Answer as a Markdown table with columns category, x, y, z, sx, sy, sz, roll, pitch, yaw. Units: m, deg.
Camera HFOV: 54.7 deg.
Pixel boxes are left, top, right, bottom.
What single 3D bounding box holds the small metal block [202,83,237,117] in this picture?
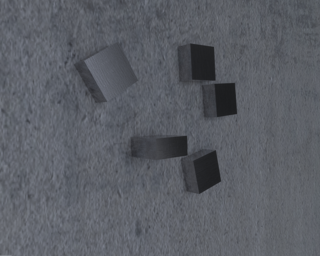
| category | x | y | z | sx | sy | sz | roll | pitch | yaw |
| --- | --- | --- | --- | --- | --- | --- | --- | --- | --- |
| small metal block | 0.094 | -0.044 | 0.486 | 0.050 | 0.025 | 0.050 | -9 | 96 | -40 |

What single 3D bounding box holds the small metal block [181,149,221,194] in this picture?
| category | x | y | z | sx | sy | sz | roll | pitch | yaw |
| --- | --- | --- | --- | --- | --- | --- | --- | --- | --- |
| small metal block | 0.061 | 0.063 | 0.459 | 0.050 | 0.025 | 0.050 | -19 | 102 | -39 |

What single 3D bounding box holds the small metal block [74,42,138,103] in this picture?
| category | x | y | z | sx | sy | sz | roll | pitch | yaw |
| --- | --- | --- | --- | --- | --- | --- | --- | --- | --- |
| small metal block | -0.061 | -0.063 | 0.355 | 0.050 | 0.025 | 0.050 | -41 | 115 | -33 |

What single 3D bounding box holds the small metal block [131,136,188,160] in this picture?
| category | x | y | z | sx | sy | sz | roll | pitch | yaw |
| --- | --- | --- | --- | --- | --- | --- | --- | --- | --- |
| small metal block | -0.001 | 0.023 | 0.390 | 0.050 | 0.050 | 0.025 | -4 | 93 | -40 |

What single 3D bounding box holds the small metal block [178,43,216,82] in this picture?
| category | x | y | z | sx | sy | sz | roll | pitch | yaw |
| --- | --- | --- | --- | --- | --- | --- | --- | --- | --- |
| small metal block | 0.054 | -0.094 | 0.452 | 0.050 | 0.025 | 0.050 | -6 | 94 | -40 |
